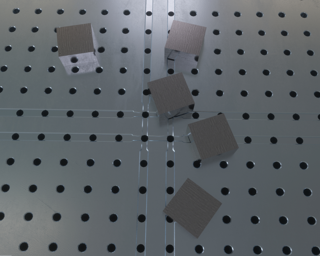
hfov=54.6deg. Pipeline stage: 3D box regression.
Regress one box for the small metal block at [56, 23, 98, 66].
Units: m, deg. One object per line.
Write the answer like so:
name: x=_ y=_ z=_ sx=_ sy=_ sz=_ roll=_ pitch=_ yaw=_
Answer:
small metal block: x=-0.122 y=-0.123 z=0.456 sx=0.050 sy=0.025 sz=0.050 roll=-9 pitch=70 yaw=-4

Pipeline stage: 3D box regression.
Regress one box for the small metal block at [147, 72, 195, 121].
small metal block: x=0.015 y=-0.043 z=0.428 sx=0.050 sy=0.025 sz=0.050 roll=-18 pitch=71 yaw=-7

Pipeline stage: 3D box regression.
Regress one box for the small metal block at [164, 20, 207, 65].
small metal block: x=0.037 y=-0.127 z=0.458 sx=0.050 sy=0.025 sz=0.050 roll=14 pitch=71 yaw=5

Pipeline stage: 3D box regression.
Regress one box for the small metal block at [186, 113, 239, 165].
small metal block: x=0.068 y=0.014 z=0.407 sx=0.050 sy=0.025 sz=0.050 roll=-17 pitch=71 yaw=-6

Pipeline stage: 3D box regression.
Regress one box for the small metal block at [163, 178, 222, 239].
small metal block: x=0.038 y=0.098 z=0.376 sx=0.050 sy=0.025 sz=0.050 roll=36 pitch=74 yaw=12
